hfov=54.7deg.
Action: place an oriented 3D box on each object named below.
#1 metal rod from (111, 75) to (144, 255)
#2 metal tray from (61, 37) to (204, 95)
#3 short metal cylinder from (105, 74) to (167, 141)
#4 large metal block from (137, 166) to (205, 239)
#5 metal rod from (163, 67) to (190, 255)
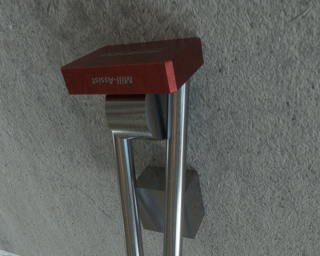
[{"bbox_3d":[-0.045,0.064,0.411,0.025,0.025,0.298,2,104,27],"label":"metal rod"},{"bbox_3d":[-0.028,-0.068,0.338,0.130,0.090,0.030,2,120,26],"label":"metal tray"},{"bbox_3d":[-0.020,-0.026,0.367,0.050,0.080,0.079,2,119,26],"label":"short metal cylinder"},{"bbox_3d":[0.014,0.105,0.446,0.080,0.050,0.079,2,119,27],"label":"large metal block"},{"bbox_3d":[0.019,0.068,0.379,0.025,0.025,0.298,8,107,23],"label":"metal rod"}]
